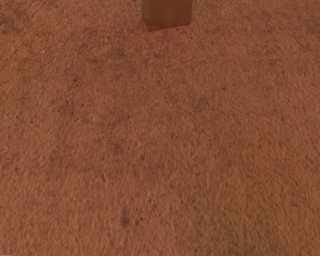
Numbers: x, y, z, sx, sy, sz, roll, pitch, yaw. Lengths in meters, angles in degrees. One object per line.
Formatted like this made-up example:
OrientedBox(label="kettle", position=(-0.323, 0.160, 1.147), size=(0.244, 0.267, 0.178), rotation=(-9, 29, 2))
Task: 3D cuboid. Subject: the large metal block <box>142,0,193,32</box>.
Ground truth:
OrientedBox(label="large metal block", position=(0.012, -0.230, 0.561), size=(0.081, 0.080, 0.050), rotation=(-14, 52, -12))
